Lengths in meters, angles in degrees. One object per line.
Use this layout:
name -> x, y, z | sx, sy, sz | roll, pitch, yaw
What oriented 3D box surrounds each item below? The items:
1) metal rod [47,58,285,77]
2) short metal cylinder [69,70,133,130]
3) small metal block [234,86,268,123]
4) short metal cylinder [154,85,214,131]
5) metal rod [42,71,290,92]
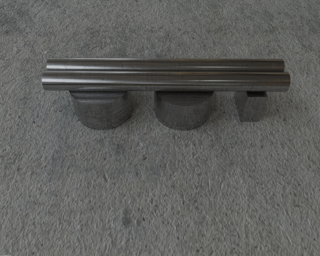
metal rod -> 0.008, -0.079, 0.405 | 0.302, 0.025, 0.025 | 0, 50, 0
short metal cylinder -> -0.079, -0.043, 0.423 | 0.081, 0.050, 0.080 | 0, 50, 0
small metal block -> 0.123, -0.042, 0.426 | 0.025, 0.050, 0.050 | -1, 50, -1
short metal cylinder -> 0.032, -0.042, 0.424 | 0.081, 0.050, 0.080 | 0, 50, 0
metal rod -> 0.008, -0.058, 0.388 | 0.302, 0.025, 0.025 | 0, 50, 0
